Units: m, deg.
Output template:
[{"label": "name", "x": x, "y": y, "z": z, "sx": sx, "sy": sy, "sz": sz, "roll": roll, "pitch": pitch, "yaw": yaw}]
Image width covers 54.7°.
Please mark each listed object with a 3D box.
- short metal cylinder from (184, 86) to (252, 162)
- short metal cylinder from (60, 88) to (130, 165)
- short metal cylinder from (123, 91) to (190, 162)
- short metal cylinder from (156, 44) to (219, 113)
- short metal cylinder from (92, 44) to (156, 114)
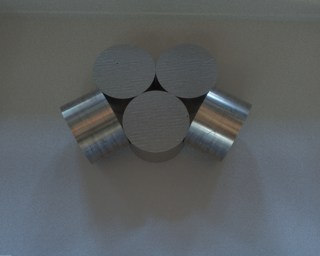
[{"label": "short metal cylinder", "x": 0.070, "y": -0.005, "z": 0.381, "sx": 0.050, "sy": 0.080, "sz": 0.080, "roll": 28, "pitch": 73, "yaw": 10}, {"label": "short metal cylinder", "x": -0.079, "y": -0.002, "z": 0.379, "sx": 0.050, "sy": 0.080, "sz": 0.080, "roll": -29, "pitch": 73, "yaw": -10}, {"label": "short metal cylinder", "x": -0.005, "y": -0.001, "z": 0.395, "sx": 0.081, "sy": 0.050, "sz": 0.080, "roll": 0, "pitch": 70, "yaw": 0}, {"label": "short metal cylinder", "x": 0.035, "y": -0.066, "z": 0.419, "sx": 0.081, "sy": 0.050, "sz": 0.080, "roll": 0, "pitch": 70, "yaw": 0}, {"label": "short metal cylinder", "x": -0.046, "y": -0.065, "z": 0.418, "sx": 0.081, "sy": 0.050, "sz": 0.080, "roll": 0, "pitch": 70, "yaw": 0}]
